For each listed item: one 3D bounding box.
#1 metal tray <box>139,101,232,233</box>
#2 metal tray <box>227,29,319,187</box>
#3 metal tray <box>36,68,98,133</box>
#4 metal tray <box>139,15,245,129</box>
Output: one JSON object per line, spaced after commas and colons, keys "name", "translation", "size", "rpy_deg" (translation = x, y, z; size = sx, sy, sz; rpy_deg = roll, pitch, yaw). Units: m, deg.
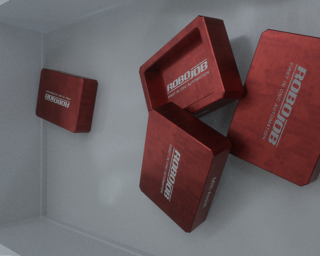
{"name": "metal tray", "translation": [0.022, 0.046, 0.354], "size": [0.090, 0.030, 0.129], "rpy_deg": [36, 134, 31]}
{"name": "metal tray", "translation": [0.125, -0.021, 0.300], "size": [0.090, 0.030, 0.129], "rpy_deg": [26, 106, 37]}
{"name": "metal tray", "translation": [-0.166, -0.050, 0.541], "size": [0.130, 0.030, 0.089], "rpy_deg": [19, 102, 38]}
{"name": "metal tray", "translation": [0.028, -0.055, 0.358], "size": [0.130, 0.030, 0.090], "rpy_deg": [-27, 72, 52]}
